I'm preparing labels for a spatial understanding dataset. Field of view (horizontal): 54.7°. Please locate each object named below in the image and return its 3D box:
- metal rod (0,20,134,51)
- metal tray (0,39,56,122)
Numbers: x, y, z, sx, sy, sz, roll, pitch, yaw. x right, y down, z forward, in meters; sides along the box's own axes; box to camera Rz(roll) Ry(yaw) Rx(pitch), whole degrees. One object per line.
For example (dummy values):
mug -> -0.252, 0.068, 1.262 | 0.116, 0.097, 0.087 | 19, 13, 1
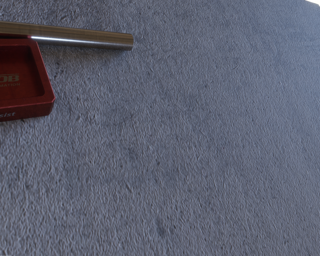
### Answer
metal rod -> -0.175, -0.117, 0.380 | 0.303, 0.025, 0.025 | -4, 64, -30
metal tray -> -0.190, -0.050, 0.328 | 0.131, 0.030, 0.090 | -11, 68, -33
